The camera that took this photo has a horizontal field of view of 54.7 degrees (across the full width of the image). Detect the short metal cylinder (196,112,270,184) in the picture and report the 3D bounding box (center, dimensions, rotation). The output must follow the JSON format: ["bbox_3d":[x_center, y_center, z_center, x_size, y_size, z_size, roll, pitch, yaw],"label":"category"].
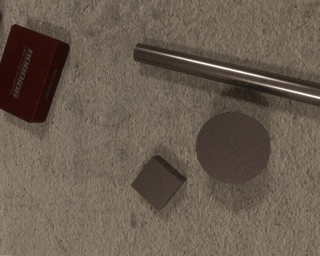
[{"bbox_3d":[0.087,0.022,0.365,0.080,0.050,0.079,0,90,19],"label":"short metal cylinder"}]

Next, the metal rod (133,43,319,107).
[{"bbox_3d":[0.106,-0.059,0.371,0.301,0.025,0.025,17,96,18],"label":"metal rod"}]

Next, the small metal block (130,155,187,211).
[{"bbox_3d":[-0.002,0.072,0.409,0.050,0.025,0.050,40,102,15],"label":"small metal block"}]

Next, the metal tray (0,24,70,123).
[{"bbox_3d":[-0.202,-0.083,0.476,0.090,0.030,0.129,23,97,18],"label":"metal tray"}]
